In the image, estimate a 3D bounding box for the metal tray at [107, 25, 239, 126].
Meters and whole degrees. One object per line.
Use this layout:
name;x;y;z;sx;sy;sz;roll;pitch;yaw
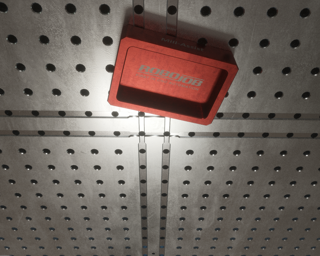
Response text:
metal tray;0.012;-0.057;0.360;0.131;0.030;0.089;12;129;-11
